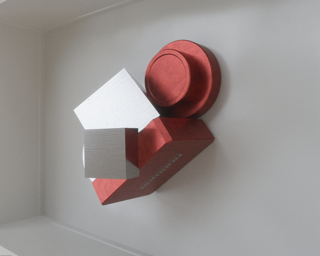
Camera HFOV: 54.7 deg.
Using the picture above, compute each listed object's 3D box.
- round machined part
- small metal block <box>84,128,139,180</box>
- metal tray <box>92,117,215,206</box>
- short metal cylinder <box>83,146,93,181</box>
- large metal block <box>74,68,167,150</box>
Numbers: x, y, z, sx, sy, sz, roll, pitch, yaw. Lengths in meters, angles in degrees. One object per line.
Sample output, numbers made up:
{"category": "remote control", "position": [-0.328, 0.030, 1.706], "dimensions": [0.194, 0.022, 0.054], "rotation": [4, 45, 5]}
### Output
{"category": "round machined part", "position": [0.020, -0.058, 0.375], "dimensions": [0.098, 0.042, 0.097], "rotation": [0, 90, 39]}
{"category": "small metal block", "position": [-0.050, 0.026, 0.320], "dimensions": [0.050, 0.025, 0.050], "rotation": [-2, 88, 26]}
{"category": "metal tray", "position": [-0.008, 0.040, 0.367], "dimensions": [0.129, 0.091, 0.030], "rotation": [-45, 63, 30]}
{"category": "short metal cylinder", "position": [-0.064, 0.039, 0.439], "dimensions": [0.080, 0.050, 0.079], "rotation": [0, 90, 39]}
{"category": "large metal block", "position": [-0.044, -0.011, 0.376], "dimensions": [0.080, 0.050, 0.080], "rotation": [-39, 64, 6]}
